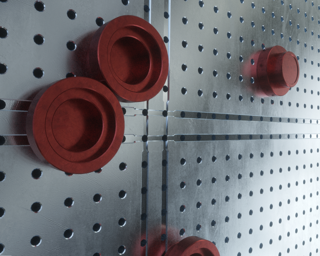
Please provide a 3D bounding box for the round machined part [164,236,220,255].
[{"bbox_3d":[0.038,0.201,0.433,0.099,0.042,0.097,0,90,-40],"label":"round machined part"}]

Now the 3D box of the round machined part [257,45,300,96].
[{"bbox_3d":[0.233,-0.111,0.597,0.099,0.042,0.097,0,90,-40],"label":"round machined part"}]

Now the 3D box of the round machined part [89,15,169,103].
[{"bbox_3d":[-0.040,-0.078,0.366,0.099,0.042,0.097,0,90,-40],"label":"round machined part"}]

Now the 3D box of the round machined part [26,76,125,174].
[{"bbox_3d":[-0.090,-0.003,0.324,0.099,0.042,0.097,0,90,-40],"label":"round machined part"}]
